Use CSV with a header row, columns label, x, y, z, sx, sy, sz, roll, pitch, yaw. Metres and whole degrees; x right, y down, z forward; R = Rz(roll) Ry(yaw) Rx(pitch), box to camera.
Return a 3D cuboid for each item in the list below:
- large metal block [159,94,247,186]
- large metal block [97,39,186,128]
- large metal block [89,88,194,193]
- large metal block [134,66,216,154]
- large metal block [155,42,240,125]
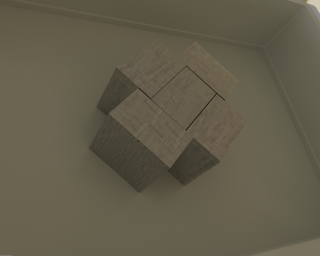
label,x,y,z,sx,sy,sz,roll,pitch,yaw
large metal block,0.051,0.016,0.389,0.050,0.080,0.080,43,51,0
large metal block,-0.024,-0.053,0.389,0.050,0.080,0.080,43,51,0
large metal block,-0.024,0.017,0.348,0.080,0.080,0.050,42,51,0
large metal block,0.013,-0.019,0.389,0.050,0.080,0.080,43,51,0
large metal block,0.048,-0.057,0.432,0.080,0.080,0.050,42,51,0
